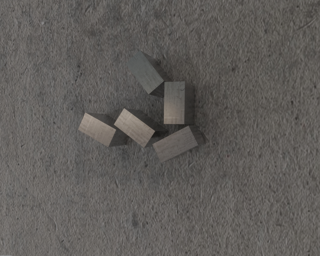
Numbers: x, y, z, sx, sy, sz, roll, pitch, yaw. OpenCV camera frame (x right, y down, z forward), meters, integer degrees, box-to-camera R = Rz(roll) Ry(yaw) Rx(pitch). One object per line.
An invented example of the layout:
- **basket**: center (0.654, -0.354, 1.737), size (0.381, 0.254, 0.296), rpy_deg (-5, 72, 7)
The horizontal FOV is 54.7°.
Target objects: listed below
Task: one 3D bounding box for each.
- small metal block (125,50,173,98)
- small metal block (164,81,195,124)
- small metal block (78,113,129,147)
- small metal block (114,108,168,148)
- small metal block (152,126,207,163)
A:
- **small metal block**: center (-0.010, -0.068, 0.399), size (0.025, 0.050, 0.050), rpy_deg (-40, 78, 16)
- **small metal block**: center (0.025, -0.030, 0.387), size (0.025, 0.050, 0.050), rpy_deg (1, 91, 20)
- **small metal block**: center (-0.073, 0.002, 0.421), size (0.050, 0.050, 0.025), rpy_deg (28, 99, 18)
- **small metal block**: center (-0.023, 0.000, 0.404), size (0.050, 0.050, 0.025), rpy_deg (36, 102, 16)
- **small metal block**: center (0.026, 0.019, 0.387), size (0.050, 0.050, 0.025), rpy_deg (-28, 81, 18)
